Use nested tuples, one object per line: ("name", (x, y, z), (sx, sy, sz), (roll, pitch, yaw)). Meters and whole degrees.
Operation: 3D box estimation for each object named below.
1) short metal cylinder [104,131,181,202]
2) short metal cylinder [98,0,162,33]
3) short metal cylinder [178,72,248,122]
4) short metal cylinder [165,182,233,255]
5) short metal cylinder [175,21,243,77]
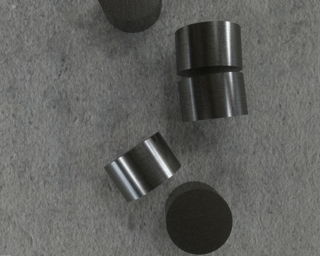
("short metal cylinder", (-0.021, 0.047, 0.382), (0.080, 0.080, 0.050), (-33, 90, 0))
("short metal cylinder", (-0.038, -0.169, 0.397), (0.081, 0.050, 0.079), (0, 90, -1))
("short metal cylinder", (0.065, -0.036, 0.383), (0.081, 0.080, 0.050), (-7, 90, 0))
("short metal cylinder", (0.047, 0.113, 0.398), (0.081, 0.050, 0.079), (0, 90, -1))
("short metal cylinder", (0.060, -0.094, 0.383), (0.081, 0.080, 0.050), (-3, 90, -1))
